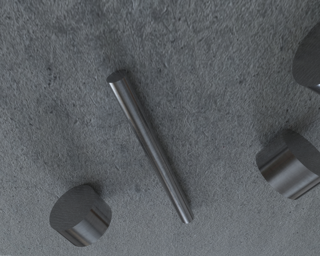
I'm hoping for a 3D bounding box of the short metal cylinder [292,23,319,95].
[{"bbox_3d":[0.184,-0.069,0.314,0.050,0.080,0.080,22,127,-18],"label":"short metal cylinder"}]

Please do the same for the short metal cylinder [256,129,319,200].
[{"bbox_3d":[0.177,0.048,0.414,0.080,0.080,0.050,25,126,-20],"label":"short metal cylinder"}]

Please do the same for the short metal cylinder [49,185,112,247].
[{"bbox_3d":[-0.124,0.137,0.487,0.080,0.080,0.050,-19,128,15],"label":"short metal cylinder"}]

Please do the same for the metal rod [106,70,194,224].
[{"bbox_3d":[-0.001,0.048,0.447,0.025,0.025,0.299,-15,129,12],"label":"metal rod"}]
